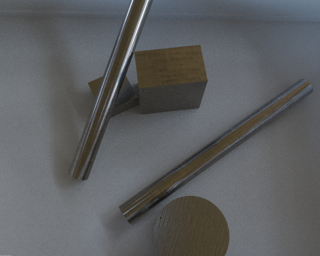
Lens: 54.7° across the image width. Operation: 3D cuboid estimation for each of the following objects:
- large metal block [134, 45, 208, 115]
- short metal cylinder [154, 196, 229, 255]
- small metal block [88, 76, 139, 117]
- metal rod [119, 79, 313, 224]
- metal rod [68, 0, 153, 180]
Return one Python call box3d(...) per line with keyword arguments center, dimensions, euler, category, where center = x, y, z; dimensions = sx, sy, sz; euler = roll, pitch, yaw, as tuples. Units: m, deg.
box3d(center=(0.012, -0.060, 0.402), dimensions=(0.081, 0.080, 0.050), euler=(-7, 71, -3), category="large metal block")
box3d(center=(0.034, 0.121, 0.353), dimensions=(0.081, 0.050, 0.080), euler=(0, 70, 0), category="short metal cylinder")
box3d(center=(-0.064, -0.047, 0.426), dimensions=(0.050, 0.025, 0.050), euler=(-26, 72, -10), category="small metal block")
box3d(center=(0.080, 0.023, 0.402), dimensions=(0.301, 0.025, 0.025), euler=(-33, 74, -12), category="metal rod")
box3d(center=(-0.050, -0.078, 0.375), dimensions=(0.025, 0.025, 0.298), euler=(22, 95, 7), category="metal rod")
